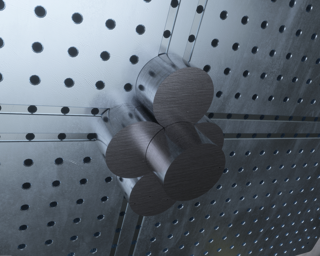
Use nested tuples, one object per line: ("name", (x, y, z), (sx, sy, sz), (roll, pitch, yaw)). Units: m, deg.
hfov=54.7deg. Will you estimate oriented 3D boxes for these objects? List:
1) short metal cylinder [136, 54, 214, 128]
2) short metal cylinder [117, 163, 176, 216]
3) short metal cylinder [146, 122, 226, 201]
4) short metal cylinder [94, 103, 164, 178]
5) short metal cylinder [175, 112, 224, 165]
("short metal cylinder", (0.018, -0.044, 0.377), (0.081, 0.050, 0.079), (-14, 125, -22))
("short metal cylinder", (-0.014, 0.075, 0.433), (0.081, 0.050, 0.079), (-13, 122, -22))
("short metal cylinder", (0.030, 0.040, 0.370), (0.081, 0.050, 0.079), (-14, 124, -21))
("short metal cylinder", (-0.036, 0.015, 0.385), (0.081, 0.050, 0.079), (-14, 124, -21))
("short metal cylinder", (0.040, 0.016, 0.426), (0.081, 0.050, 0.079), (-14, 124, -21))
